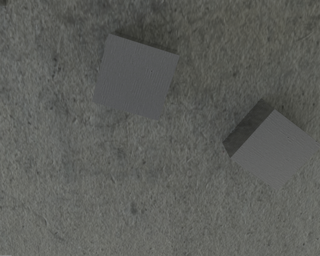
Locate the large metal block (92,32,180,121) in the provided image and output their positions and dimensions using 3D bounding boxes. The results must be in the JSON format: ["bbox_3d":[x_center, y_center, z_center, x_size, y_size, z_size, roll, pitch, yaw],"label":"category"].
[{"bbox_3d":[-0.029,-0.064,0.373,0.080,0.050,0.079,16,109,-6],"label":"large metal block"}]

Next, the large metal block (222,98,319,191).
[{"bbox_3d":[0.143,0.021,0.406,0.080,0.050,0.080,34,106,-12],"label":"large metal block"}]

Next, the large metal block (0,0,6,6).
[{"bbox_3d":[-0.221,-0.175,0.329,0.081,0.050,0.079,2,110,-1],"label":"large metal block"}]
